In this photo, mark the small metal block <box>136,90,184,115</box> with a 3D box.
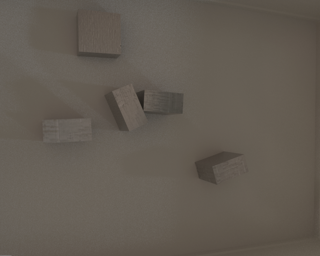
[{"bbox_3d":[-0.004,-0.032,0.396,0.050,0.050,0.025,3,89,-20],"label":"small metal block"}]

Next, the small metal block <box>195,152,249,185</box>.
[{"bbox_3d":[0.084,0.054,0.428,0.050,0.050,0.025,-18,96,-19],"label":"small metal block"}]

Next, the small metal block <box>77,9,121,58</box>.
[{"bbox_3d":[-0.076,-0.115,0.382,0.050,0.025,0.050,-1,91,-20],"label":"small metal block"}]

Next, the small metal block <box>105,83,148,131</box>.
[{"bbox_3d":[-0.043,-0.024,0.381,0.025,0.050,0.050,-25,99,-18],"label":"small metal block"}]

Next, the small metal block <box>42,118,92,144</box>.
[{"bbox_3d":[-0.108,0.003,0.357,0.050,0.050,0.025,-3,91,-20],"label":"small metal block"}]
